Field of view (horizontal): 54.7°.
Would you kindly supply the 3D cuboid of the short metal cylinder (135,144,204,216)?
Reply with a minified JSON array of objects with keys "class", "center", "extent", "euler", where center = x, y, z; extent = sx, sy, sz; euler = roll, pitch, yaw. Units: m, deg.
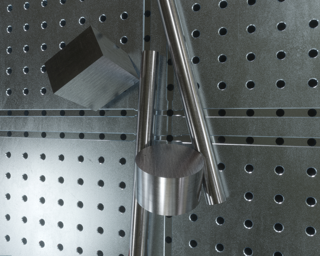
[{"class":"short metal cylinder","center":[0.011,0.059,0.373],"extent":[0.080,0.080,0.050],"euler":[11,116,19]}]

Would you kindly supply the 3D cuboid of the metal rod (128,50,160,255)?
[{"class":"metal rod","center":[-0.023,0.047,0.420],"extent":[0.025,0.025,0.298],"euler":[4,91,20]}]

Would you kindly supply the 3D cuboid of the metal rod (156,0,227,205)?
[{"class":"metal rod","center":[0.036,-0.052,0.399],"extent":[0.025,0.025,0.298],"euler":[-15,85,19]}]

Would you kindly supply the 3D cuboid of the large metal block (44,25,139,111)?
[{"class":"large metal block","center":[-0.088,-0.074,0.409],"extent":[0.080,0.080,0.050],"euler":[-33,64,17]}]
